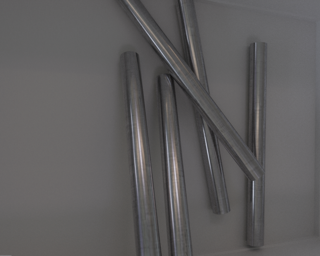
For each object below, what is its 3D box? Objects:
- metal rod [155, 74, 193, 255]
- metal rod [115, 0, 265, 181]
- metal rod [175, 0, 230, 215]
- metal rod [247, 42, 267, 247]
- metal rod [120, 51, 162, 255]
[{"bbox_3d":[0.017,0.068,0.348,0.025,0.025,0.299,6,62,-20],"label":"metal rod"},{"bbox_3d":[0.040,-0.056,0.403,0.025,0.025,0.299,-38,95,-16],"label":"metal rod"},{"bbox_3d":[0.061,-0.027,0.432,0.025,0.025,0.298,-12,94,-20],"label":"metal rod"},{"bbox_3d":[0.145,0.024,0.463,0.025,0.025,0.298,1,90,-20],"label":"metal rod"},{"bbox_3d":[-0.021,0.046,0.339,0.025,0.025,0.299,1,65,-20],"label":"metal rod"}]
